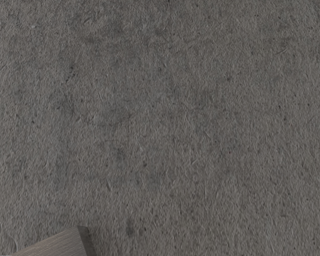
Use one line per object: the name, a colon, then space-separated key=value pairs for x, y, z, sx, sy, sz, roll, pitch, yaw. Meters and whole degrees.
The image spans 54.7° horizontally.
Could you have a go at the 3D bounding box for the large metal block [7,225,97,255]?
large metal block: x=-0.109 y=0.161 z=0.335 sx=0.080 sy=0.050 sz=0.080 roll=-23 pitch=72 yaw=-8
